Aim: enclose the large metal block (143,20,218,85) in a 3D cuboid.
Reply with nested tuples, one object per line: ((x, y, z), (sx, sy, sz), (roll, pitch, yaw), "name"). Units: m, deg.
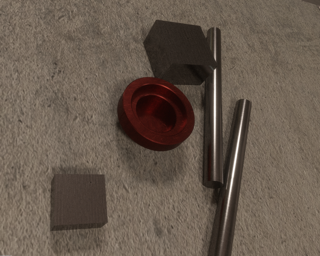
((0.030, -0.113, 0.475), (0.081, 0.050, 0.080), (-3, 64, -30), "large metal block")

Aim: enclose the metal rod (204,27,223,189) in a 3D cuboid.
((0.084, -0.050, 0.481), (0.025, 0.025, 0.300), (19, 54, -18), "metal rod")

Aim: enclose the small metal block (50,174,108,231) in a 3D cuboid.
((-0.083, 0.075, 0.314), (0.050, 0.025, 0.050), (5, 59, -26), "small metal block")

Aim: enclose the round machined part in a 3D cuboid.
((-0.008, -0.014, 0.398), (0.099, 0.042, 0.098), (14, 56, -21), "round machined part")

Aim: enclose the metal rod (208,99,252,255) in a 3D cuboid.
((0.095, 0.074, 0.411), (0.025, 0.025, 0.300), (29, 52, -11), "metal rod")
